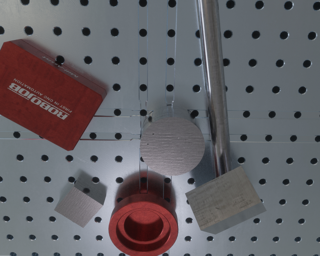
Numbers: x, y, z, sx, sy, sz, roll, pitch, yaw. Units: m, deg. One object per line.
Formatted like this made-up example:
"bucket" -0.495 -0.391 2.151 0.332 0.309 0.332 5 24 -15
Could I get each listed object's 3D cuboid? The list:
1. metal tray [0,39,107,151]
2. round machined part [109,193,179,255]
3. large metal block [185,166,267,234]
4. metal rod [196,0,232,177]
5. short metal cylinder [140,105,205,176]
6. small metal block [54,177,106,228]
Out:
"metal tray" -0.147 -0.040 0.395 0.130 0.030 0.090 31 107 -11
"round machined part" -0.023 0.138 0.455 0.099 0.042 0.097 0 110 0
"large metal block" 0.091 0.100 0.416 0.080 0.050 0.080 -29 150 10
"metal rod" 0.068 -0.066 0.389 0.025 0.025 0.298 -8 110 3
"short metal cylinder" 0.015 0.015 0.406 0.081 0.050 0.079 0 110 0
"small metal block" -0.116 0.109 0.453 0.050 0.025 0.050 37 106 -13
